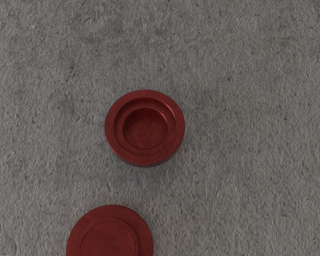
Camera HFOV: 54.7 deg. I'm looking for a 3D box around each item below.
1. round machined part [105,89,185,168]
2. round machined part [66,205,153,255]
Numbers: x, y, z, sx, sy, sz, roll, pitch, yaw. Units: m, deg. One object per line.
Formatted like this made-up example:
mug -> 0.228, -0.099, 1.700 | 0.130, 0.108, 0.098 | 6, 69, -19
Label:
round machined part -> -0.018, 0.003, 0.398 | 0.099, 0.042, 0.098 | 0, 70, 0
round machined part -> -0.057, 0.136, 0.349 | 0.099, 0.042, 0.098 | 0, 70, 0
